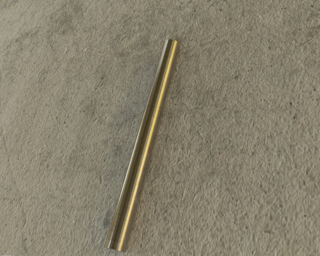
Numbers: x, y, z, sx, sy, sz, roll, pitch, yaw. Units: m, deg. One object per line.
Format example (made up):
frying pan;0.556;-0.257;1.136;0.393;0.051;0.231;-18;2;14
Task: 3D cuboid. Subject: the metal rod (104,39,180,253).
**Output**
metal rod;-0.016;0.005;0.409;0.025;0.025;0.300;0;62;28
